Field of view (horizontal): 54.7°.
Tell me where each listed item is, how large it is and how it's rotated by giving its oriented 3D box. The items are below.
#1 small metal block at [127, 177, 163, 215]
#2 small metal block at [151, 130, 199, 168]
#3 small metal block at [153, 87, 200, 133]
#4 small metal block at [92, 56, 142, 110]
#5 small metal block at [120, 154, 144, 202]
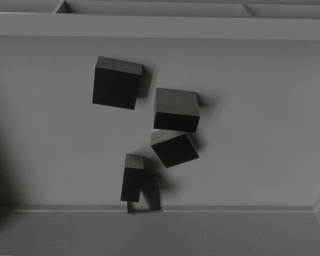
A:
[{"bbox_3d":[-0.024,0.106,0.479,0.050,0.050,0.025,-7,158,5],"label":"small metal block"},{"bbox_3d":[0.021,0.024,0.430,0.050,0.025,0.050,-20,128,16],"label":"small metal block"},{"bbox_3d":[0.019,-0.022,0.374,0.050,0.050,0.025,6,130,-5],"label":"small metal block"},{"bbox_3d":[-0.051,-0.052,0.364,0.050,0.025,0.050,9,130,-8],"label":"small metal block"},{"bbox_3d":[-0.040,0.070,0.441,0.025,0.050,0.050,7,105,-6],"label":"small metal block"}]
